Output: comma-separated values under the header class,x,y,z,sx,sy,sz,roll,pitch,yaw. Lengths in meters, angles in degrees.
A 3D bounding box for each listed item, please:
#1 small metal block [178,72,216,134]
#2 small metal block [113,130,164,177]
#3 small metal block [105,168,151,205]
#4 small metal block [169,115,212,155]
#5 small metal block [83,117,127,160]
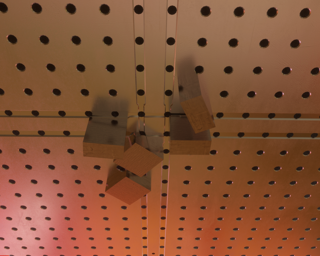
class,x,y,z,sx,sy,sz,roll,pitch,yaw
small metal block,0.043,-0.030,0.370,0.025,0.050,0.050,-19,128,15
small metal block,-0.030,0.038,0.444,0.050,0.025,0.050,34,122,-26
small metal block,-0.050,0.090,0.488,0.050,0.025,0.050,36,121,-27
small metal block,0.037,0.008,0.403,0.050,0.050,0.025,1,130,-1
small metal block,-0.071,0.013,0.405,0.050,0.050,0.025,6,130,-5
